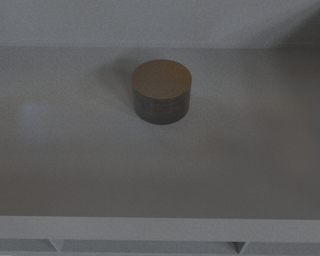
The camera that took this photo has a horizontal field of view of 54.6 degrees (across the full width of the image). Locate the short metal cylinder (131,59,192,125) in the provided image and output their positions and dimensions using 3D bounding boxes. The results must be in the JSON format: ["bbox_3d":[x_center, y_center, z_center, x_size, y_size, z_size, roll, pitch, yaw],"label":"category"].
[{"bbox_3d":[0.002,-0.051,0.432,0.080,0.050,0.080,0,50,0],"label":"short metal cylinder"}]
